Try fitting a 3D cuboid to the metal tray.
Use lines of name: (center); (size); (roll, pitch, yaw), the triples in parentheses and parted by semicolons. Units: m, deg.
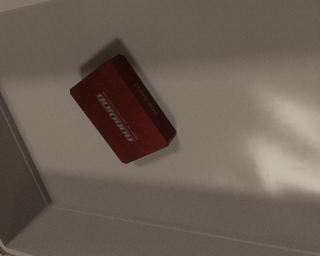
metal tray: (-0.050, -0.021, 0.417); (0.090, 0.030, 0.130); (-26, 105, 36)
